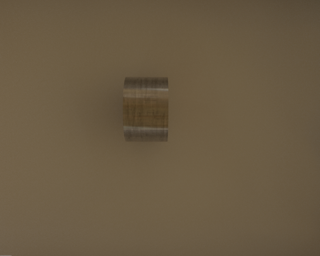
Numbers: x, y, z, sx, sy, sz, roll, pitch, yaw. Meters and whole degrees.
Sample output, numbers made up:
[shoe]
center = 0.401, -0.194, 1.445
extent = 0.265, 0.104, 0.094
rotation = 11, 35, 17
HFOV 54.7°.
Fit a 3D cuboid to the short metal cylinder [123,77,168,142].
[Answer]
[short metal cylinder]
center = -0.016, -0.023, 0.381
extent = 0.050, 0.080, 0.079
rotation = 0, 90, 0
